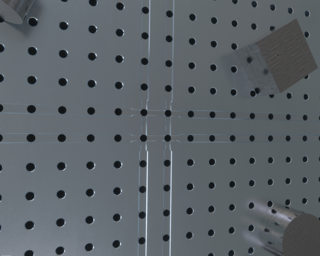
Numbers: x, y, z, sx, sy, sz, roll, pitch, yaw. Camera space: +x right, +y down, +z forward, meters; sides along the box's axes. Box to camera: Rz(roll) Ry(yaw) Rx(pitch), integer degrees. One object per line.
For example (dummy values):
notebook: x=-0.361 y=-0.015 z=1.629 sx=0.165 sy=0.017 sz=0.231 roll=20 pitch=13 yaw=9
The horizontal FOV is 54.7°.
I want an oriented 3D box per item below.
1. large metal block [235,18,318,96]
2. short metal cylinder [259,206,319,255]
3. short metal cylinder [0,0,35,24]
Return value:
large metal block: x=0.174 y=-0.103 z=0.464 sx=0.080 sy=0.050 sz=0.080 roll=-32 pitch=101 yaw=-17
short metal cylinder: x=0.202 y=0.165 z=0.474 sx=0.081 sy=0.050 sz=0.079 roll=0 pitch=90 yaw=-20
short metal cylinder: x=-0.171 y=-0.153 z=0.320 sx=0.080 sy=0.080 sz=0.050 roll=26 pitch=82 yaw=-18
